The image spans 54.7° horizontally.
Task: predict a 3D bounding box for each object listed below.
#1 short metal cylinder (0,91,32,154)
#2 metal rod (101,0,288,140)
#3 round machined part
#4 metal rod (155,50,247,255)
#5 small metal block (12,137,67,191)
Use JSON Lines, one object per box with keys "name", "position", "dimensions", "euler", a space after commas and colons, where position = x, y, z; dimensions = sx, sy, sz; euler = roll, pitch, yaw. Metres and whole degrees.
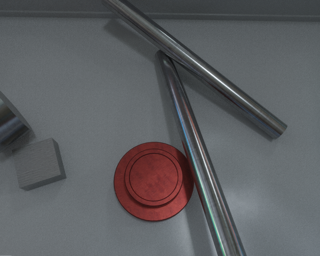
{"name": "short metal cylinder", "position": [-0.206, -0.013, 0.383], "dimensions": [0.050, 0.080, 0.080], "euler": [-40, 75, -13]}
{"name": "metal rod", "position": [0.043, -0.088, 0.420], "dimensions": [0.300, 0.025, 0.025], "euler": [39, 74, 4]}
{"name": "round machined part", "position": [-0.007, 0.063, 0.378], "dimensions": [0.099, 0.042, 0.098], "euler": [0, 70, -1]}
{"name": "metal rod", "position": [0.037, 0.012, 0.362], "dimensions": [0.025, 0.025, 0.299], "euler": [-12, 54, -5]}
{"name": "small metal block", "position": [-0.152, 0.046, 0.391], "dimensions": [0.050, 0.025, 0.050], "euler": [-18, 71, -7]}
